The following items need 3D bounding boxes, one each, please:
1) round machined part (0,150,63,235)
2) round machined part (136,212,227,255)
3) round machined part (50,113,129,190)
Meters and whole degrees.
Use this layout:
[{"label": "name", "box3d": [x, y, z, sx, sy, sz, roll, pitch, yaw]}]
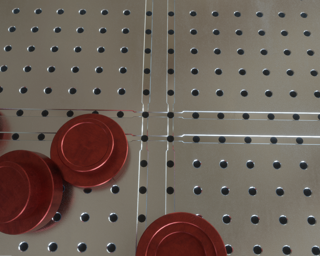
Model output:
[{"label": "round machined part", "box3d": [-0.169, 0.074, 0.362, 0.098, 0.042, 0.098, -2, 79, 13]}, {"label": "round machined part", "box3d": [0.023, 0.147, 0.349, 0.099, 0.042, 0.098, 0, 70, 0]}, {"label": "round machined part", "box3d": [-0.090, 0.026, 0.393, 0.099, 0.042, 0.098, 0, 70, 0]}]
